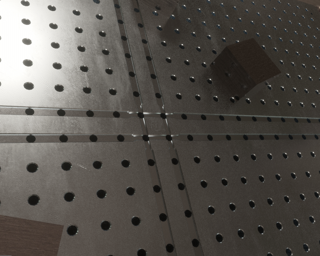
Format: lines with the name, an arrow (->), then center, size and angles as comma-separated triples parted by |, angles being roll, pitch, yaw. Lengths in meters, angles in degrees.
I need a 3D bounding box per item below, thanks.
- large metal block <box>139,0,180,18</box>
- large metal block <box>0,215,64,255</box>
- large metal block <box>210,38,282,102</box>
large metal block -> 0.005, -0.253, 0.532 | 0.080, 0.080, 0.050 | 27, 52, -12
large metal block -> -0.132, 0.118, 0.250 | 0.081, 0.050, 0.080 | 17, 55, -19
large metal block -> 0.149, -0.103, 0.537 | 0.081, 0.050, 0.080 | -26, 76, -37
